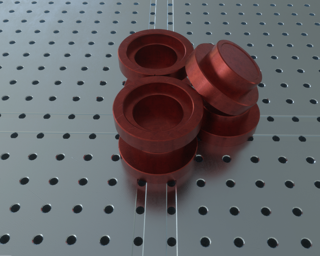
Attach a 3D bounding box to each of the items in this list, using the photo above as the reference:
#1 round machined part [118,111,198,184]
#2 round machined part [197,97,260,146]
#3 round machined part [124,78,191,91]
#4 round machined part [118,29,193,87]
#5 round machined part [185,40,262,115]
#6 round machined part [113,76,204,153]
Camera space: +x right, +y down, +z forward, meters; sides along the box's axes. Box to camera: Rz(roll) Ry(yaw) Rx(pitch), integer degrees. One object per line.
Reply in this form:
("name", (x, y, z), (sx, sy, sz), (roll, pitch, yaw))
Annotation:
("round machined part", (-0.003, 0.016, 0.384), (0.099, 0.042, 0.098), (0, 50, 0))
("round machined part", (0.086, -0.026, 0.420), (0.099, 0.042, 0.098), (0, 50, 0))
("round machined part", (-0.003, -0.059, 0.448), (0.099, 0.042, 0.098), (0, 50, 0))
("round machined part", (-0.005, -0.087, 0.415), (0.099, 0.042, 0.098), (0, 50, 0))
("round machined part", (0.082, -0.066, 0.371), (0.099, 0.042, 0.098), (22, 45, -24))
("round machined part", (-0.002, -0.011, 0.351), (0.099, 0.042, 0.098), (0, 50, 0))
